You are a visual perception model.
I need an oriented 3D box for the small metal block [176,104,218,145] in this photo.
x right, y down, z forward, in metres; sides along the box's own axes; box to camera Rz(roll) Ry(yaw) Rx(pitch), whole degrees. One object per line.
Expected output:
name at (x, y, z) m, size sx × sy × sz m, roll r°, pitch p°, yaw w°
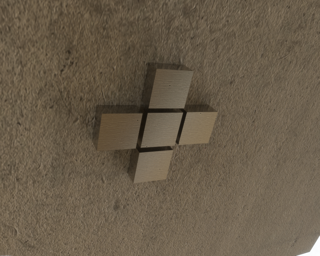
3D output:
small metal block at (0.047, -0.005, 0.433) m, size 0.050 × 0.025 × 0.050 m, roll -2°, pitch 119°, yaw -28°

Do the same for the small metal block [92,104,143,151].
small metal block at (-0.053, -0.001, 0.380) m, size 0.050 × 0.025 × 0.050 m, roll -2°, pitch 119°, yaw -28°

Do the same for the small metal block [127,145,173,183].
small metal block at (-0.014, 0.047, 0.431) m, size 0.050 × 0.025 × 0.050 m, roll -2°, pitch 120°, yaw -28°

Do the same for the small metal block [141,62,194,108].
small metal block at (0.008, -0.052, 0.382) m, size 0.050 × 0.025 × 0.050 m, roll -2°, pitch 119°, yaw -28°

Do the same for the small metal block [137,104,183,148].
small metal block at (-0.003, -0.003, 0.407) m, size 0.050 × 0.025 × 0.050 m, roll -2°, pitch 119°, yaw -28°
